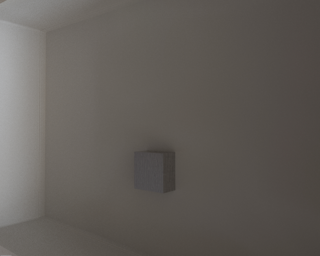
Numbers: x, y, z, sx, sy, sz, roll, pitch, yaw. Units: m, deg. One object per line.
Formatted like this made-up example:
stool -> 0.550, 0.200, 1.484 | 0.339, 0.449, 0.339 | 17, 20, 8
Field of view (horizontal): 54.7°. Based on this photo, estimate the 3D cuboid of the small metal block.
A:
small metal block -> -0.007, 0.057, 0.411 | 0.050, 0.025, 0.050 | 0, 90, 39
